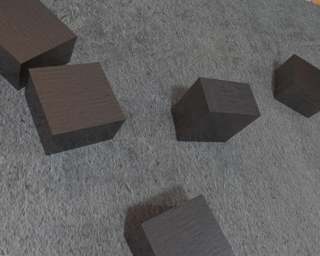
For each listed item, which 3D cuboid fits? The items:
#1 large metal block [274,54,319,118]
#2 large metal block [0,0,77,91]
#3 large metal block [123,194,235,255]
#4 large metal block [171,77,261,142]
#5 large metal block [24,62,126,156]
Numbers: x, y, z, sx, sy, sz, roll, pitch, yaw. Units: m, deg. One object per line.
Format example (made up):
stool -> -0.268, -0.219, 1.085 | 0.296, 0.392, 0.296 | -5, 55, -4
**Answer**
large metal block -> 0.263, -0.078, 0.576 | 0.080, 0.050, 0.080 | 27, 52, -11
large metal block -> -0.160, -0.104, 0.364 | 0.080, 0.050, 0.080 | 44, 51, 2
large metal block -> 0.021, 0.126, 0.322 | 0.081, 0.050, 0.080 | -16, 70, -35
large metal block -> 0.072, -0.021, 0.420 | 0.081, 0.080, 0.050 | 3, 61, -27
large metal block -> -0.097, -0.024, 0.350 | 0.081, 0.050, 0.080 | -14, 69, -34
